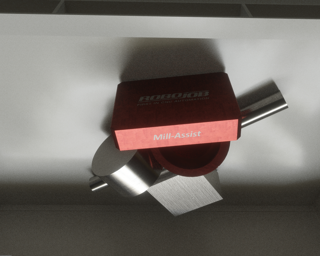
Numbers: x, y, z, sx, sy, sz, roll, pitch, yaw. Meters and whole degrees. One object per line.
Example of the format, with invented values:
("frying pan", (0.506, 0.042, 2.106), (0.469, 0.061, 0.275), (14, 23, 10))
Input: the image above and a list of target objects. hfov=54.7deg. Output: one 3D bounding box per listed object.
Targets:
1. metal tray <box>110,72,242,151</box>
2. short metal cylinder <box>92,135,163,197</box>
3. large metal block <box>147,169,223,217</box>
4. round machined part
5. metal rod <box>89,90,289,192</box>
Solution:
("metal tray", (0.016, -0.021, 0.345), (0.131, 0.090, 0.030), (-5, 130, 3))
("short metal cylinder", (-0.042, 0.043, 0.407), (0.080, 0.080, 0.050), (-27, 125, 20))
("large metal block", (0.035, 0.077, 0.455), (0.080, 0.050, 0.080), (-26, 126, 20))
("round machined part", (0.038, 0.008, 0.385), (0.098, 0.042, 0.097), (4, 106, 14))
("metal rod", (0.025, 0.026, 0.430), (0.300, 0.025, 0.025), (-26, 126, 20))
